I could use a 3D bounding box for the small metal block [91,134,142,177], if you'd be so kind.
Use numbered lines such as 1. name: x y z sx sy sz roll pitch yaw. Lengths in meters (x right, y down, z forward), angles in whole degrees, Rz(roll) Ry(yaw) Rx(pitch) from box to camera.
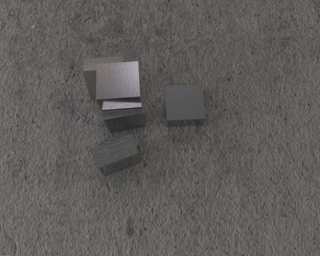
1. small metal block: -0.052 0.035 0.382 0.050 0.050 0.025 -21 72 -7

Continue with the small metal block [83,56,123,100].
1. small metal block: -0.072 -0.066 0.415 0.050 0.050 0.025 -5 49 -2

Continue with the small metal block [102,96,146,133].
1. small metal block: -0.046 -0.017 0.401 0.050 0.050 0.025 -11 71 -4

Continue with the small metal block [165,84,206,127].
1. small metal block: 0.033 -0.030 0.419 0.050 0.025 0.050 -3 70 -1

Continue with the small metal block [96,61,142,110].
1. small metal block: -0.049 -0.051 0.374 0.050 0.025 0.050 -4 65 -1
